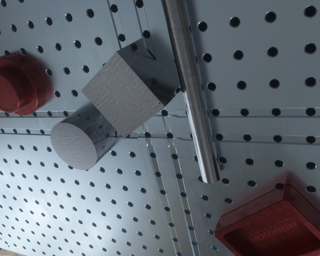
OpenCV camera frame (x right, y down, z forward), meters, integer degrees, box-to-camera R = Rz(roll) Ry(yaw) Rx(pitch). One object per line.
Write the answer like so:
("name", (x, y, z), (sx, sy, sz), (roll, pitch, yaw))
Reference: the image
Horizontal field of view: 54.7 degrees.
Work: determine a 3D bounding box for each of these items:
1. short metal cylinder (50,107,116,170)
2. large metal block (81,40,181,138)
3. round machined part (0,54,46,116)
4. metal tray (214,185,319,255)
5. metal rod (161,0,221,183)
("short metal cylinder", (-0.114, 0.016, 0.463), (0.080, 0.050, 0.079), (13, 124, 20))
("large metal block", (-0.036, -0.047, 0.384), (0.080, 0.050, 0.080), (49, 128, -7))
("round machined part", (-0.231, -0.062, 0.481), (0.098, 0.042, 0.097), (13, 124, 20))
("metal tray", (0.149, 0.140, 0.415), (0.090, 0.030, 0.129), (44, 129, -3))
("metal rod", (0.033, -0.064, 0.353), (0.025, 0.025, 0.298), (-1, 118, 28))
